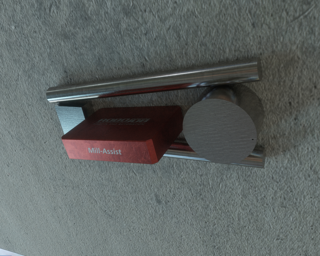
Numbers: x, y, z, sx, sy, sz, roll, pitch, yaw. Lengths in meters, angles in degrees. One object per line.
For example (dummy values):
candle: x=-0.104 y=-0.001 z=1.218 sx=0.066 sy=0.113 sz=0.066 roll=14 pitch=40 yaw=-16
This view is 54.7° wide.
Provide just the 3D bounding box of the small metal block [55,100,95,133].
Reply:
small metal block: x=-0.123 y=-0.015 z=0.465 sx=0.050 sy=0.025 sz=0.050 roll=4 pitch=121 yaw=26

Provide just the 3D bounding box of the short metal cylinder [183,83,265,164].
short metal cylinder: x=0.072 y=-0.007 z=0.349 sx=0.080 sy=0.050 sz=0.079 roll=13 pitch=124 yaw=21

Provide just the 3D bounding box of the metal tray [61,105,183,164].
metal tray: x=-0.045 y=0.005 z=0.392 sx=0.130 sy=0.090 sz=0.030 roll=0 pitch=118 yaw=28

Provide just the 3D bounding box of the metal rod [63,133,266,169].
metal rod: x=-0.012 y=0.026 z=0.431 sx=0.301 sy=0.025 sz=0.025 roll=4 pitch=120 yaw=26

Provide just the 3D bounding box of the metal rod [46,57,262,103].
metal rod: x=-0.029 y=-0.055 z=0.390 sx=0.300 sy=0.025 sz=0.025 roll=-2 pitch=117 yaw=29
